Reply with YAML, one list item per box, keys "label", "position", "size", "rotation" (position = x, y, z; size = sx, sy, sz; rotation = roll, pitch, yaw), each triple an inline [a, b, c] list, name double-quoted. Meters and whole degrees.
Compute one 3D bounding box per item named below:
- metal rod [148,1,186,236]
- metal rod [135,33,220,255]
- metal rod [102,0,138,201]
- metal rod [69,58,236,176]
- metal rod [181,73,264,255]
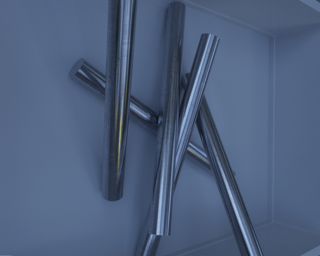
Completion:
- label: "metal rod"
  position: [0.011, -0.024, 0.387]
  size: [0.025, 0.025, 0.299]
  rotation: [18, 69, -39]
- label: "metal rod"
  position: [0.022, 0.026, 0.397]
  size: [0.025, 0.025, 0.298]
  rotation: [18, 88, -39]
- label: "metal rod"
  position: [-0.039, -0.054, 0.297]
  size: [0.025, 0.025, 0.298]
  rotation: [-17, 125, -39]
- label: "metal rod"
  position: [0.011, 0.007, 0.417]
  size: [0.301, 0.025, 0.025]
  rotation: [36, 68, -35]
- label: "metal rod"
  position: [0.082, 0.061, 0.396]
  size: [0.025, 0.025, 0.299]
  rotation: [1, 64, -40]
